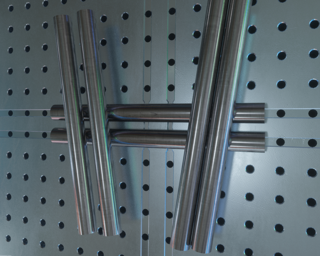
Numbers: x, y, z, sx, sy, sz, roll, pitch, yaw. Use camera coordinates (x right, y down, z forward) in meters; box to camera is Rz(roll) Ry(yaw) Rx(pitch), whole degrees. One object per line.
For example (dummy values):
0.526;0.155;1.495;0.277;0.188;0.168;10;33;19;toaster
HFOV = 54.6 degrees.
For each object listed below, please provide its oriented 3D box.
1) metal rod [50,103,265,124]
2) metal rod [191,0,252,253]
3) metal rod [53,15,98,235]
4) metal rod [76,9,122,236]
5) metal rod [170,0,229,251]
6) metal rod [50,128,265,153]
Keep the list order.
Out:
-0.017;-0.020;0.420;0.301;0.025;0.025;1;91;20;metal rod
0.071;-0.004;0.362;0.025;0.025;0.298;10;93;20;metal rod
-0.117;-0.006;0.429;0.025;0.025;0.299;-9;87;20;metal rod
-0.082;-0.009;0.416;0.025;0.025;0.299;-8;87;20;metal rod
0.047;-0.003;0.371;0.025;0.025;0.298;10;93;20;metal rod
-0.016;0.014;0.419;0.301;0.025;0.025;1;91;20;metal rod
